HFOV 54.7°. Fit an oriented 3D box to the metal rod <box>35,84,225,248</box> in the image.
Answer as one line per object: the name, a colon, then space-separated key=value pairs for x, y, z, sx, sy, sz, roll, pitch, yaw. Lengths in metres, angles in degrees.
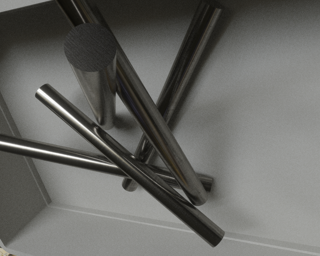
metal rod: x=-0.041 y=0.046 z=0.403 sx=0.300 sy=0.025 sz=0.025 roll=40 pitch=129 yaw=4

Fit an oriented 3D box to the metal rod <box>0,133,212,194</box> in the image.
metal rod: x=-0.079 y=0.050 z=0.430 sx=0.302 sy=0.025 sz=0.025 roll=11 pitch=125 yaw=3

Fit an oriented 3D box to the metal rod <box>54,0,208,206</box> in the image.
metal rod: x=-0.011 y=-0.009 z=0.310 sx=0.025 sy=0.025 sz=0.299 roll=-5 pitch=136 yaw=30

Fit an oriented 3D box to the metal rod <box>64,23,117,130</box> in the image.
metal rod: x=-0.055 y=-0.024 z=0.299 sx=0.025 sy=0.025 sz=0.299 roll=43 pitch=170 yaw=-2

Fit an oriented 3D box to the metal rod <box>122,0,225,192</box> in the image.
metal rod: x=0.002 y=-0.016 z=0.396 sx=0.025 sy=0.025 sz=0.298 roll=31 pitch=128 yaw=8
